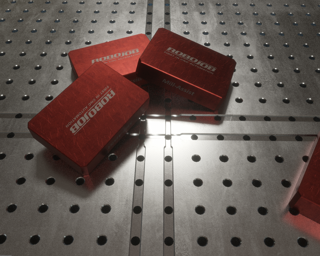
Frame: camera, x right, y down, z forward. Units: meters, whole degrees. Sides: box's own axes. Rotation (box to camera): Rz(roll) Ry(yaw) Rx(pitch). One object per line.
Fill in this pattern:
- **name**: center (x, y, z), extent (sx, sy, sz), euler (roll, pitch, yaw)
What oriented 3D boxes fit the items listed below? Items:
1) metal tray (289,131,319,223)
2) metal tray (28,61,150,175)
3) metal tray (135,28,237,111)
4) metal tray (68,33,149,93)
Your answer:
- **metal tray**: center (0.218, 0.057, 0.359), extent (0.090, 0.030, 0.131), euler (27, 55, 20)
- **metal tray**: center (-0.086, -0.017, 0.395), extent (0.090, 0.030, 0.130), euler (35, 63, 10)
- **metal tray**: center (0.041, -0.090, 0.459), extent (0.131, 0.030, 0.090), euler (24, 52, 0)
- **metal tray**: center (-0.068, -0.099, 0.487), extent (0.131, 0.030, 0.090), euler (-19, 53, -16)
